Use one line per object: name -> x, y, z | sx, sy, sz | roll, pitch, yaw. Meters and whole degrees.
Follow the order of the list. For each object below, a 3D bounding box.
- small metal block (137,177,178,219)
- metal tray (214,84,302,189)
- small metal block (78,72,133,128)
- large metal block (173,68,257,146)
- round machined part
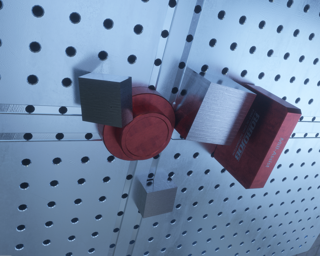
small metal block -> -0.005, 0.107, 0.477 | 0.050, 0.025, 0.050 | -6, 121, -26
metal tray -> 0.136, 0.012, 0.453 | 0.030, 0.090, 0.129 | 4, 116, -31
small metal block -> -0.059, -0.031, 0.338 | 0.025, 0.050, 0.050 | -44, 139, -59
large metal block -> 0.069, -0.026, 0.419 | 0.081, 0.050, 0.079 | 9, 114, -33
round machined part -> -0.024, 0.001, 0.390 | 0.099, 0.042, 0.097 | -14, 125, -21
